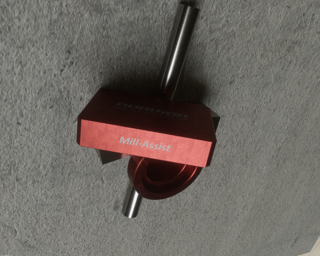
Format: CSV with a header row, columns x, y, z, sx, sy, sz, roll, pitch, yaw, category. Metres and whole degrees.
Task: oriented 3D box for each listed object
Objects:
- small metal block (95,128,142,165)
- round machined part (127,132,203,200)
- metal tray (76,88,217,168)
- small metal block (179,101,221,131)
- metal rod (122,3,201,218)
x,y,z,sx,sy,sz,roll,pitch,yaw,category
-0.054,0.012,0.371,0.050,0.050,0.025,-18,126,-19,small metal block
0.005,0.040,0.390,0.099,0.042,0.097,-16,129,-21,round machined part
-0.011,-0.004,0.329,0.131,0.090,0.030,10,115,-1,metal tray
0.042,-0.014,0.408,0.050,0.050,0.025,-2,119,-28,small metal block
-0.006,-0.005,0.404,0.025,0.025,0.298,2,117,-30,metal rod
